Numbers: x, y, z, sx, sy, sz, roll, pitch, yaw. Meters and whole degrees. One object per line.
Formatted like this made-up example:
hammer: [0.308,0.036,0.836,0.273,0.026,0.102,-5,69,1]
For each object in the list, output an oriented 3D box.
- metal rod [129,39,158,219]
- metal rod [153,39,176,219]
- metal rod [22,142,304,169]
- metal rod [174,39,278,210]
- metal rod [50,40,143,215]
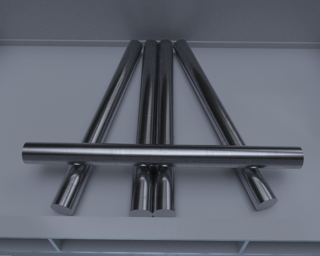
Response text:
metal rod: [-0.017,-0.023,0.423,0.025,0.025,0.300,1,50,1]
metal rod: [0.007,-0.024,0.423,0.025,0.025,0.300,1,50,1]
metal rod: [0.003,0.030,0.344,0.302,0.025,0.025,1,50,1]
metal rod: [0.075,-0.028,0.427,0.025,0.025,0.300,-12,51,-10]
metal rod: [-0.073,-0.025,0.424,0.025,0.025,0.300,10,51,8]
